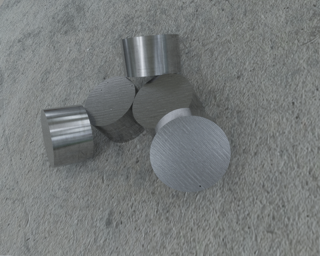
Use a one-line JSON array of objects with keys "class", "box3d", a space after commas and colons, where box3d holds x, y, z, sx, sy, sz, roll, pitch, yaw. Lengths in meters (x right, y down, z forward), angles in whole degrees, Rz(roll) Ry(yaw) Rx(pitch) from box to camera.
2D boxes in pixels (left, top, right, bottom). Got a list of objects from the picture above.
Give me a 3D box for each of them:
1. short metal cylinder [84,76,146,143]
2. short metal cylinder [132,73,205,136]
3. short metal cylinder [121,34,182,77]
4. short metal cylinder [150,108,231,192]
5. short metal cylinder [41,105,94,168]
[{"class": "short metal cylinder", "box3d": [-0.058, -0.026, 0.435, 0.080, 0.050, 0.080, -13, 56, 21]}, {"class": "short metal cylinder", "box3d": [0.012, -0.023, 0.397, 0.080, 0.050, 0.080, -13, 56, 21]}, {"class": "short metal cylinder", "box3d": [-0.012, -0.100, 0.430, 0.080, 0.080, 0.050, 2, 105, 29]}, {"class": "short metal cylinder", "box3d": [0.031, 0.021, 0.333, 0.080, 0.080, 0.050, -32, 10, 7]}, {"class": "short metal cylinder", "box3d": [-0.128, 0.010, 0.423, 0.050, 0.079, 0.080, -11, 45, -27]}]
